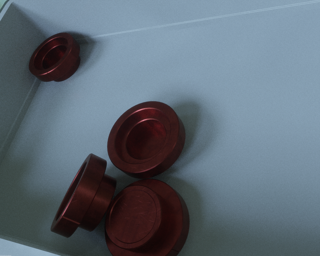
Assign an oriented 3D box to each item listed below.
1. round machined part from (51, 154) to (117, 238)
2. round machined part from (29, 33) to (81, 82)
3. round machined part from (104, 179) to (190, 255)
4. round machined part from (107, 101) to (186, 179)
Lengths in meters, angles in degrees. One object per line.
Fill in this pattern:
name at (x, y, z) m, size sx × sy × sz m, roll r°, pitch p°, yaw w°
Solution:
round machined part at (-0.086, 0.083, 0.368) m, size 0.097 × 0.042 × 0.098 m, roll -55°, pitch 15°, yaw 23°
round machined part at (-0.187, -0.124, 0.570) m, size 0.098 × 0.042 × 0.098 m, roll -13°, pitch 56°, yaw 21°
round machined part at (-0.021, 0.102, 0.343) m, size 0.098 × 0.042 × 0.098 m, roll -13°, pitch 56°, yaw 21°
round machined part at (-0.014, 0.018, 0.391) m, size 0.098 × 0.042 × 0.098 m, roll -13°, pitch 56°, yaw 21°
